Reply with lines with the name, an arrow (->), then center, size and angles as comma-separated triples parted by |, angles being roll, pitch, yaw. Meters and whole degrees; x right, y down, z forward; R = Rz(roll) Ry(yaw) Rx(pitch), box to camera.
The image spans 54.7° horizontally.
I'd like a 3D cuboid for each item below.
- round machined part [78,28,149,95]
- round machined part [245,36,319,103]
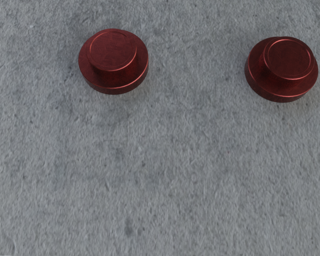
round machined part -> -0.065, -0.100, 0.435 | 0.099, 0.042, 0.098 | 0, 70, -1
round machined part -> 0.173, -0.088, 0.433 | 0.099, 0.042, 0.098 | 0, 70, -1
